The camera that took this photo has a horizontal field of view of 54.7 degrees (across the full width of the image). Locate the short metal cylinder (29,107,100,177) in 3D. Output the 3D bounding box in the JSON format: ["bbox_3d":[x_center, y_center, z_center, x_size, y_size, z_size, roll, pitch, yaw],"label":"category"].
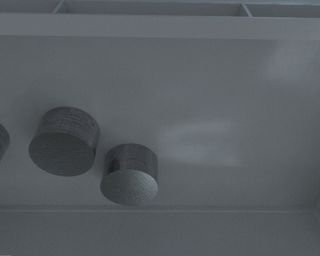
[{"bbox_3d":[-0.123,0.019,0.407,0.081,0.050,0.079,0,130,0],"label":"short metal cylinder"}]

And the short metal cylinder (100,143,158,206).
[{"bbox_3d":[-0.043,0.068,0.450,0.081,0.050,0.079,0,130,0],"label":"short metal cylinder"}]

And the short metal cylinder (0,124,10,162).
[{"bbox_3d":[-0.250,0.025,0.410,0.081,0.050,0.079,0,130,0],"label":"short metal cylinder"}]
